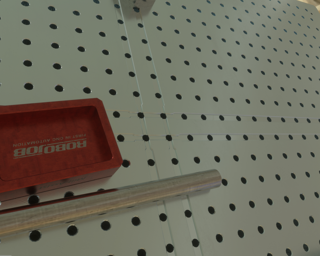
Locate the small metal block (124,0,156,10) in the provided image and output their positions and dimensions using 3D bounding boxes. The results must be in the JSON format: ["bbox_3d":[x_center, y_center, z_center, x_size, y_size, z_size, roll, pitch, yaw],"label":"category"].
[{"bbox_3d":[-0.039,-0.235,0.532,0.050,0.025,0.050,-29,78,-38],"label":"small metal block"}]

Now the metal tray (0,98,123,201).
[{"bbox_3d":[-0.115,0.017,0.332,0.131,0.030,0.090,-9,66,-32],"label":"metal tray"}]

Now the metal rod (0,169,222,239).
[{"bbox_3d":[-0.056,0.078,0.330,0.303,0.025,0.025,-5,65,-31],"label":"metal rod"}]
